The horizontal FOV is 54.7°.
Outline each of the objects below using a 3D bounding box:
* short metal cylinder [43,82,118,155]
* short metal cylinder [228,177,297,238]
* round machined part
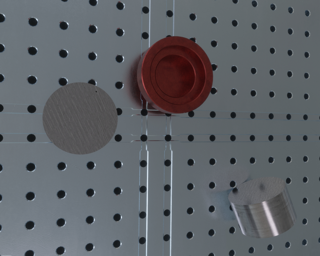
[{"bbox_3d":[-0.095,-0.011,0.364,0.081,0.050,0.079,0,90,-20],"label":"short metal cylinder"},{"bbox_3d":[0.143,0.110,0.436,0.081,0.080,0.050,-24,98,-18],"label":"short metal cylinder"},{"bbox_3d":[0.017,-0.067,0.410,0.099,0.042,0.097,0,90,-20],"label":"round machined part"}]
